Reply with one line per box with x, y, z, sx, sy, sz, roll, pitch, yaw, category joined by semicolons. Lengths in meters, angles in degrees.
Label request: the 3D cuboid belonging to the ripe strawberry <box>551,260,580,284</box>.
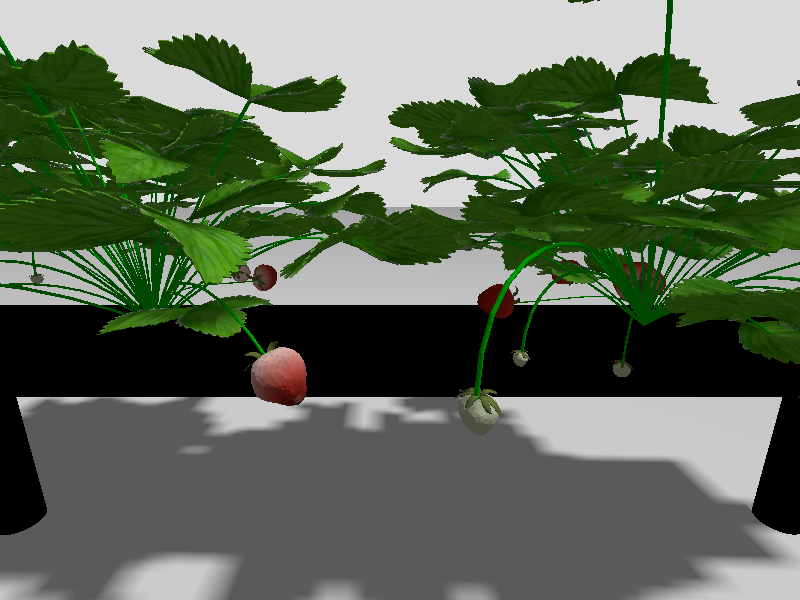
0.217;-0.037;0.526;0.038;0.033;0.038;-1;14;-3;ripe strawberry

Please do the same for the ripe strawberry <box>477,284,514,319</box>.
0.091;0.001;0.385;0.034;0.033;0.037;2;15;9;ripe strawberry

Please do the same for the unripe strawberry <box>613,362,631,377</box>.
0.145;0.046;0.262;0.011;0.010;0.010;11;18;35;unripe strawberry

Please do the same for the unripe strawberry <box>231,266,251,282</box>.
-0.215;-0.036;0.545;0.025;0.026;0.027;1;-3;3;unripe strawberry

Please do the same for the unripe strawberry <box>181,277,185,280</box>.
-0.286;-0.031;0.524;0.011;0.010;0.010;-6;16;-20;unripe strawberry

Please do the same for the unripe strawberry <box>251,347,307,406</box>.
-0.067;0.046;0.228;0.034;0.033;0.032;39;35;29;unripe strawberry

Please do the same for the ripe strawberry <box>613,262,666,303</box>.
0.261;-0.020;0.439;0.051;0.045;0.046;7;16;23;ripe strawberry

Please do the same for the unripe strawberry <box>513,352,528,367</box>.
0.075;0.037;0.250;0.010;0.010;0.009;-12;19;-37;unripe strawberry

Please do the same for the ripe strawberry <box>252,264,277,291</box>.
-0.165;-0.028;0.494;0.029;0.033;0.032;7;16;23;ripe strawberry

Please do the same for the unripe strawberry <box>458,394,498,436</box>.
0.039;0.057;0.198;0.021;0.022;0.020;-14;20;-41;unripe strawberry

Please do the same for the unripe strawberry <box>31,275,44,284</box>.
-0.408;-0.023;0.451;0.010;0.010;0.011;7;17;26;unripe strawberry
